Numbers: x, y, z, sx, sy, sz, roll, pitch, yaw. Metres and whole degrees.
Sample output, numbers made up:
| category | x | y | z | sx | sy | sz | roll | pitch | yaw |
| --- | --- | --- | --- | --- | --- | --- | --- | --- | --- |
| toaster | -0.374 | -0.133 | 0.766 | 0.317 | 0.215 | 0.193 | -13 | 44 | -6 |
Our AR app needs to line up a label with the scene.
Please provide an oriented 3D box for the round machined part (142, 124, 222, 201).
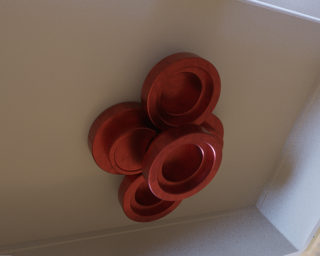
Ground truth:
| category | x | y | z | sx | sy | sz | roll | pitch | yaw |
| --- | --- | --- | --- | --- | --- | --- | --- | --- | --- |
| round machined part | 0.023 | 0.037 | 0.378 | 0.099 | 0.042 | 0.097 | -14 | 125 | -21 |

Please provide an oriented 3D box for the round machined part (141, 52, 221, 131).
| category | x | y | z | sx | sy | sz | roll | pitch | yaw |
| --- | --- | --- | --- | --- | --- | --- | --- | --- | --- |
| round machined part | 0.022 | -0.046 | 0.380 | 0.099 | 0.042 | 0.097 | -14 | 125 | -21 |

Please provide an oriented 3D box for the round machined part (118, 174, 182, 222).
| category | x | y | z | sx | sy | sz | roll | pitch | yaw |
| --- | --- | --- | --- | --- | --- | --- | --- | --- | --- |
| round machined part | -0.013 | 0.083 | 0.441 | 0.099 | 0.042 | 0.097 | -14 | 125 | -21 |

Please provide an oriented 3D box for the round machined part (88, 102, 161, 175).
| category | x | y | z | sx | sy | sz | roll | pitch | yaw |
| --- | --- | --- | --- | --- | --- | --- | --- | --- | --- |
| round machined part | -0.037 | 0.020 | 0.389 | 0.099 | 0.042 | 0.097 | -14 | 125 | -21 |

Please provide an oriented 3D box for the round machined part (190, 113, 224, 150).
| category | x | y | z | sx | sy | sz | roll | pitch | yaw |
| --- | --- | --- | --- | --- | --- | --- | --- | --- | --- |
| round machined part | 0.050 | 0.023 | 0.438 | 0.099 | 0.042 | 0.097 | -14 | 125 | -21 |
